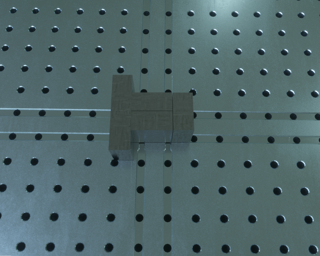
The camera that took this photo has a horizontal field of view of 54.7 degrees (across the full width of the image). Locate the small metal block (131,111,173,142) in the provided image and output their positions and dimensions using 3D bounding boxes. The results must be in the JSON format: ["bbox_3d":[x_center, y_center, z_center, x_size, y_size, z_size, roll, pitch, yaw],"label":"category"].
[{"bbox_3d":[-0.010,-0.001,0.398,0.050,0.050,0.025,0,70,-1],"label":"small metal block"}]

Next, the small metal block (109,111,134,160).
[{"bbox_3d":[-0.048,0.011,0.393,0.025,0.050,0.050,0,70,0],"label":"small metal block"}]

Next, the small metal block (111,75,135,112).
[{"bbox_3d":[-0.048,-0.036,0.410,0.025,0.050,0.050,0,70,0],"label":"small metal block"}]

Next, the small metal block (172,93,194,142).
[{"bbox_3d":[0.028,-0.013,0.403,0.025,0.050,0.050,0,70,0],"label":"small metal block"}]

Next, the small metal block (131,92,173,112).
[{"bbox_3d":[-0.010,-0.024,0.406,0.050,0.050,0.025,0,70,-1],"label":"small metal block"}]
